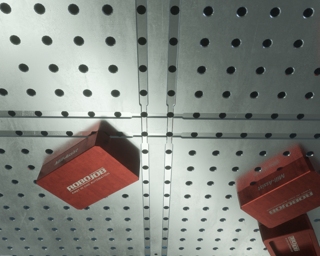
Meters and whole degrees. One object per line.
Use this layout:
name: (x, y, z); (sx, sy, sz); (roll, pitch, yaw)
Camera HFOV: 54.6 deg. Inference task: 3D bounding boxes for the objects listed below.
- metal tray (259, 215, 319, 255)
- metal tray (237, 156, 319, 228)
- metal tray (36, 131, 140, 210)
metal tray: (0.255, 0.224, 0.600); (0.090, 0.030, 0.130); (-21, 127, 17)
metal tray: (0.205, 0.108, 0.502); (0.090, 0.030, 0.130); (37, 121, -27)
metal tray: (-0.106, 0.068, 0.465); (0.130, 0.030, 0.090); (-30, 124, 23)
